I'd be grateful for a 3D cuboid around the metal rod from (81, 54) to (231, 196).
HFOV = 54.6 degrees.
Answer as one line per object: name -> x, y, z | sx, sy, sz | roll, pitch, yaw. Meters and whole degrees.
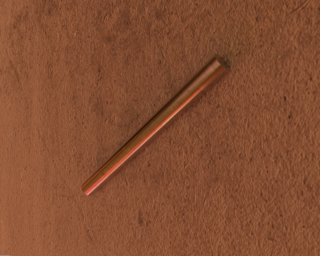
metal rod -> -0.023, 0.012, 0.427 | 0.299, 0.025, 0.025 | -43, 64, 31
